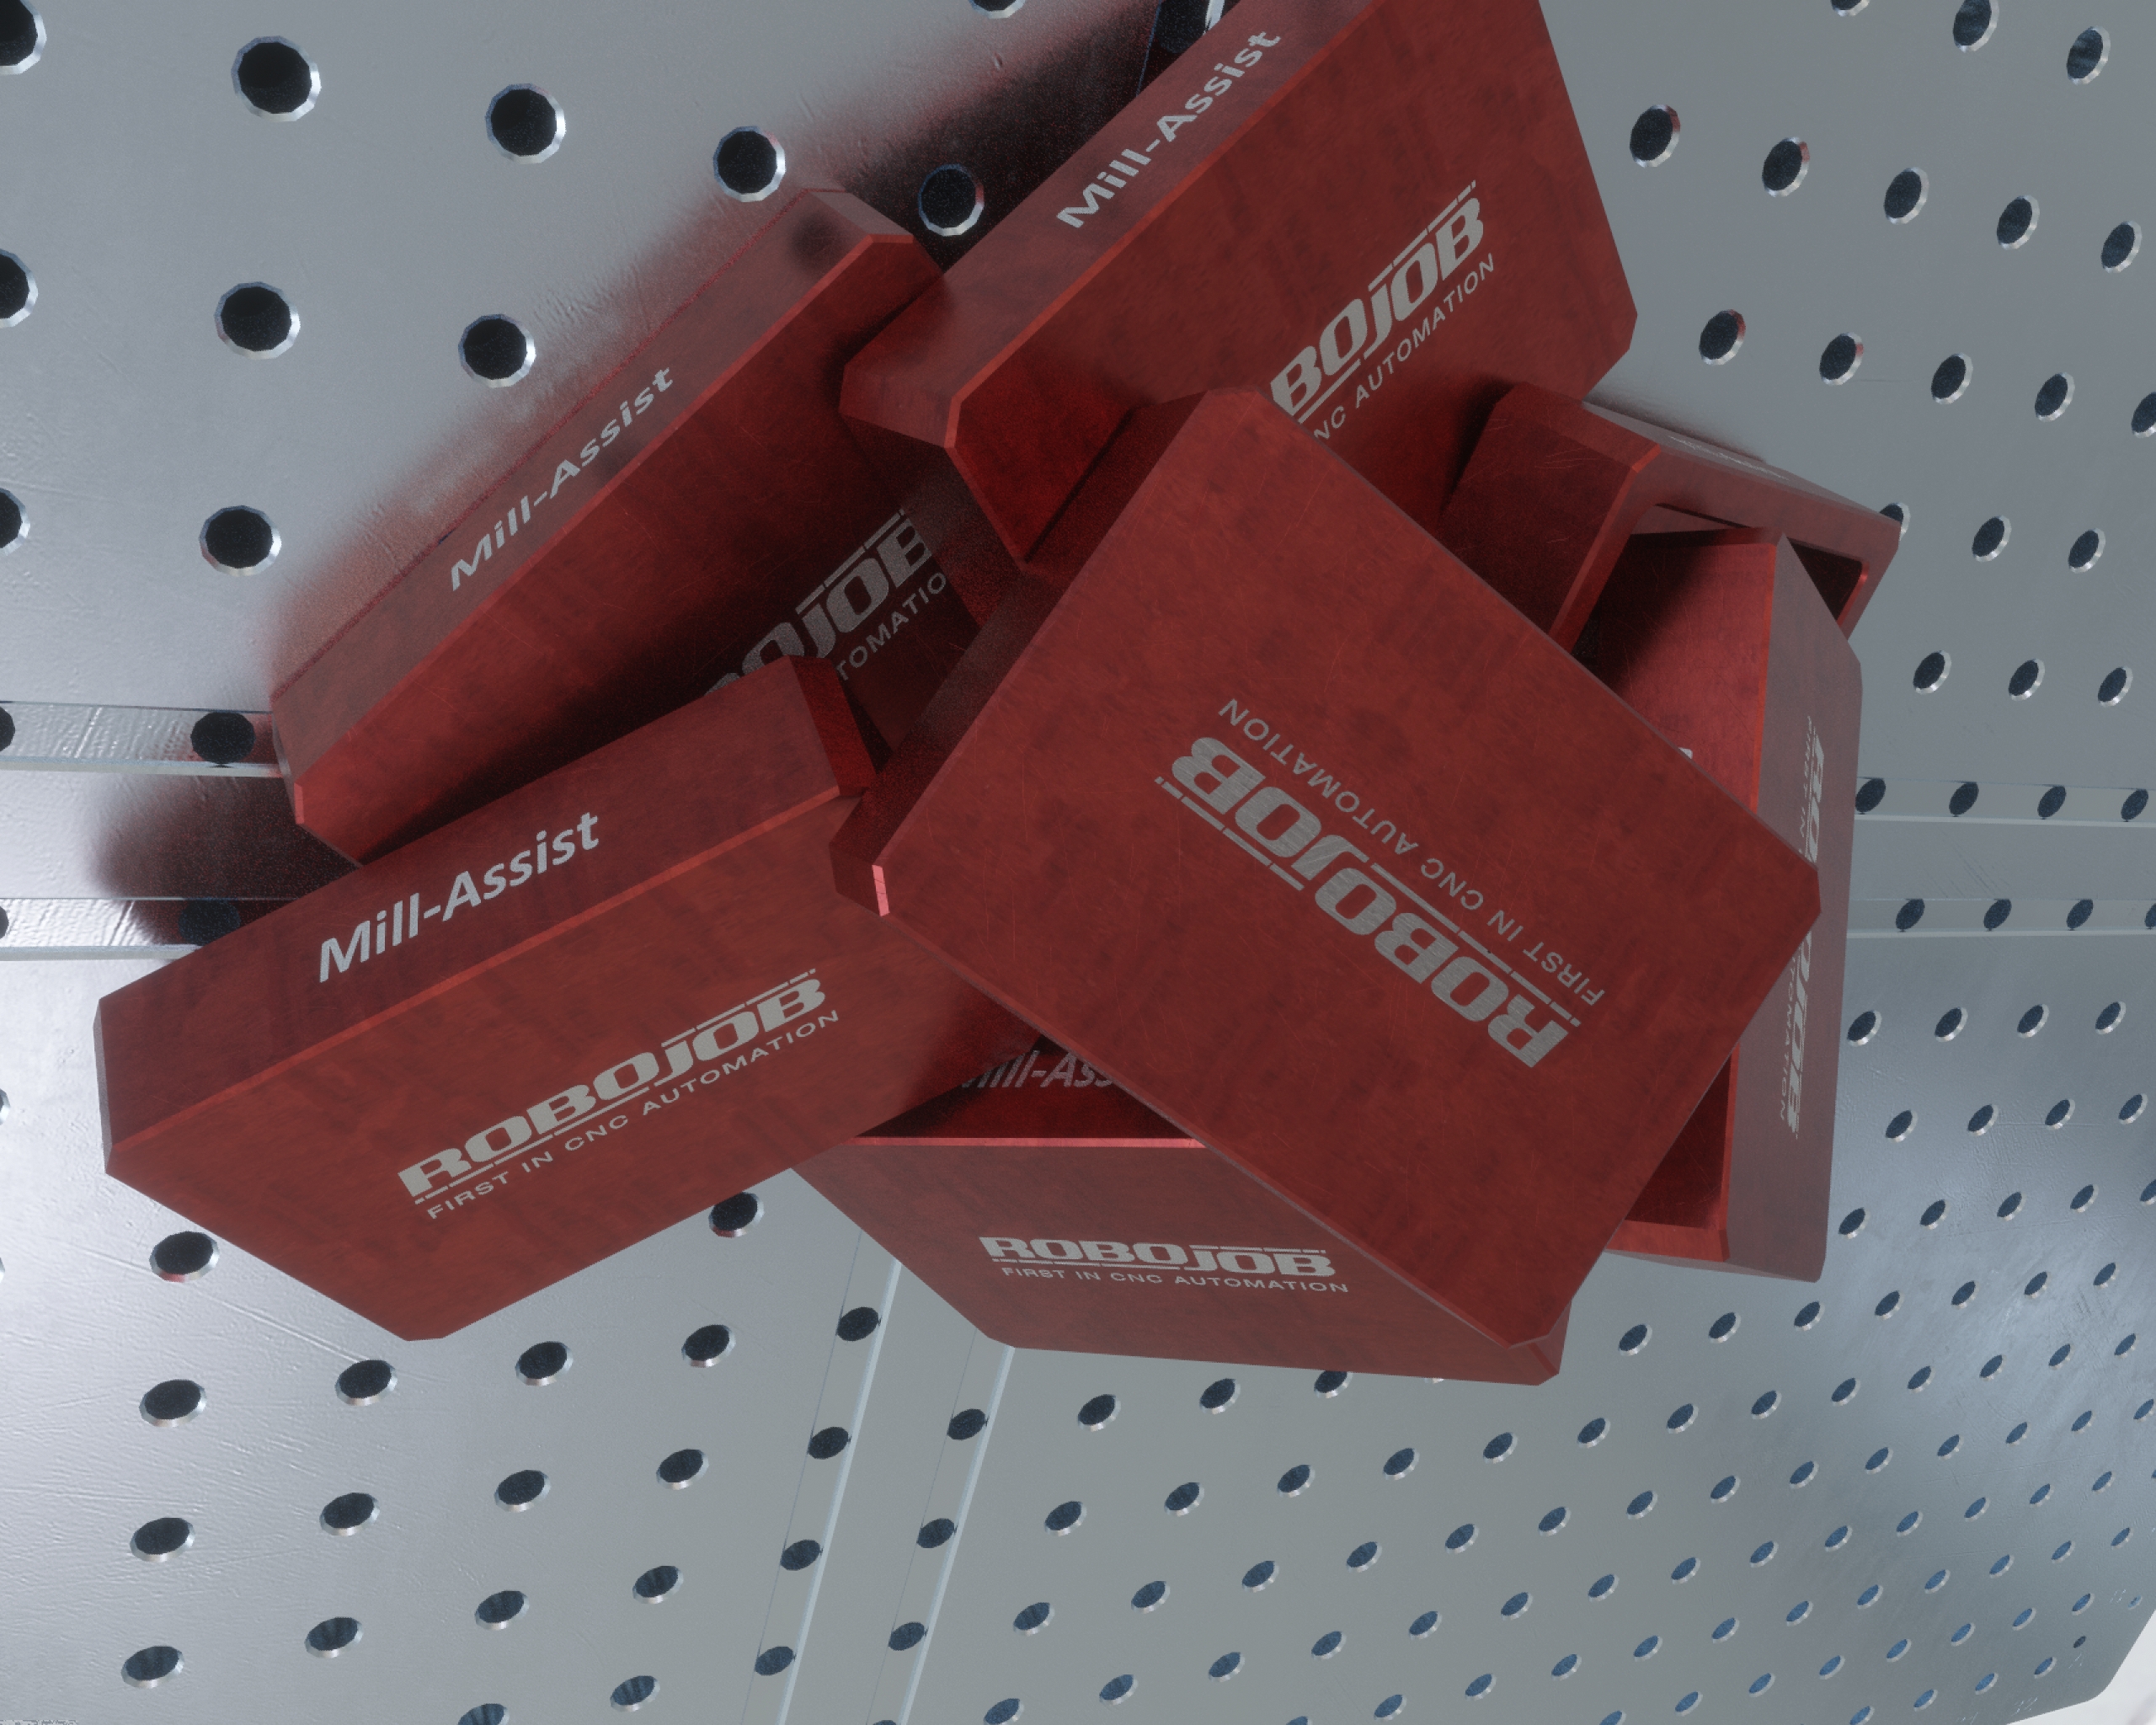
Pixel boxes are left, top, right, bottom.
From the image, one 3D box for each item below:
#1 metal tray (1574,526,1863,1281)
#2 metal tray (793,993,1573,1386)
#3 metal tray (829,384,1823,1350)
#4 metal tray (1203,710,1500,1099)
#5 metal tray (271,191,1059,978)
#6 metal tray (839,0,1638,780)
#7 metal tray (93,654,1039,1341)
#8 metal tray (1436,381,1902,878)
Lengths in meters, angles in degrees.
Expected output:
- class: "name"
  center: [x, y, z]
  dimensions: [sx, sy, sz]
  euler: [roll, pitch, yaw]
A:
- class: "metal tray"
  center: [0.123, 0.012, 0.400]
  dimensions: [0.090, 0.030, 0.130]
  euler: [24, 71, -58]
- class: "metal tray"
  center: [0.019, 0.063, 0.400]
  dimensions: [0.090, 0.130, 0.030]
  euler: [51, 47, -40]
- class: "metal tray"
  center: [0.041, 0.003, 0.317]
  dimensions: [0.130, 0.030, 0.090]
  euler: [36, 84, -19]
- class: "metal tray"
  center: [0.063, 0.013, 0.412]
  dimensions: [0.030, 0.090, 0.130]
  euler: [-39, 129, -1]
- class: "metal tray"
  center: [-0.056, -0.035, 0.354]
  dimensions: [0.130, 0.030, 0.090]
  euler: [-44, 129, 1]
- class: "metal tray"
  center: [0.033, -0.084, 0.349]
  dimensions: [0.130, 0.030, 0.090]
  euler: [-47, 133, -14]
- class: "metal tray"
  center: [-0.080, 0.027, 0.351]
  dimensions: [0.130, 0.030, 0.090]
  euler: [-26, 145, 2]
- class: "metal tray"
  center: [0.108, -0.038, 0.414]
  dimensions: [0.131, 0.030, 0.089]
  euler: [-1, 121, -51]
